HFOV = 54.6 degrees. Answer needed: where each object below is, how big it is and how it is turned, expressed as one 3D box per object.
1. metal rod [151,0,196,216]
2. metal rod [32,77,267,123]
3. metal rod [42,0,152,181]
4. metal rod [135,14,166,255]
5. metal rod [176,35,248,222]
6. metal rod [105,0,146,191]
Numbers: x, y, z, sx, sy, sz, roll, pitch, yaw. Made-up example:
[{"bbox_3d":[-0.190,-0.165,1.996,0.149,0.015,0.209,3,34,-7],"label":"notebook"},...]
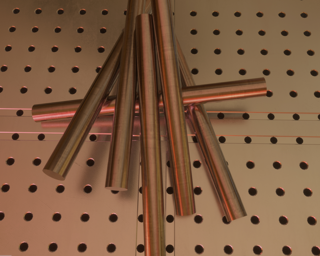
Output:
[{"bbox_3d":[0.014,-0.046,0.376,0.025,0.025,0.298,-7,90,-2],"label":"metal rod"},{"bbox_3d":[-0.018,-0.036,0.405,0.301,0.025,0.025,-6,70,5],"label":"metal rod"},{"bbox_3d":[-0.067,-0.070,0.406,0.025,0.025,0.300,17,59,6],"label":"metal rod"},{"bbox_3d":[-0.012,0.010,0.373,0.025,0.025,0.299,-3,83,-1],"label":"metal rod"},{"bbox_3d":[0.048,-0.025,0.421,0.025,0.025,0.299,-16,71,-6],"label":"metal rod"},{"bbox_3d":[-0.039,-0.073,0.394,0.025,0.025,0.299,3,69,1],"label":"metal rod"}]
